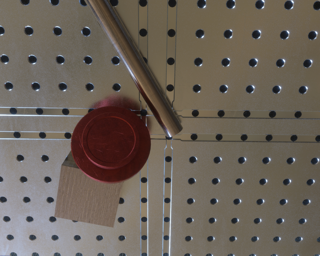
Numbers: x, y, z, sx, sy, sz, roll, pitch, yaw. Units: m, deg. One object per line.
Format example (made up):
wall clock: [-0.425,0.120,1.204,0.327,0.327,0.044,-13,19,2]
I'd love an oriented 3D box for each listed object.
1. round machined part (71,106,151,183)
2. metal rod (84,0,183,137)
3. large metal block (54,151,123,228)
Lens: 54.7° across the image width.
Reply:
round machined part: [-0.060,0.018,0.385,0.099,0.042,0.098,2,75,-8]
metal rod: [-0.054,-0.117,0.369,0.025,0.025,0.299,-28,108,10]
large metal block: [-0.094,0.083,0.430,0.081,0.050,0.079,12,110,-5]
